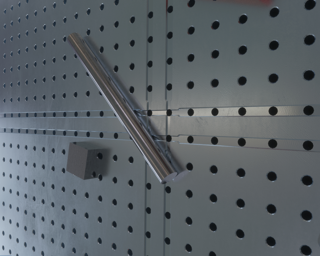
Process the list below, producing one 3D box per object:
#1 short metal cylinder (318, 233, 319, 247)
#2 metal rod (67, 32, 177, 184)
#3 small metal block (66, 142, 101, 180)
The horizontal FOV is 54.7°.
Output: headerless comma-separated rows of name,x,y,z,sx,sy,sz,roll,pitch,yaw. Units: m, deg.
short metal cylinder,0.170,0.080,0.233,0.080,0.081,0.050,22,104,38
metal rod,-0.068,-0.044,0.464,0.025,0.025,0.300,-51,60,28
small metal block,-0.128,0.053,0.515,0.050,0.025,0.050,16,100,39
